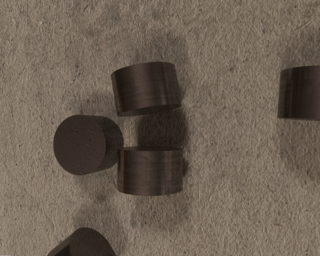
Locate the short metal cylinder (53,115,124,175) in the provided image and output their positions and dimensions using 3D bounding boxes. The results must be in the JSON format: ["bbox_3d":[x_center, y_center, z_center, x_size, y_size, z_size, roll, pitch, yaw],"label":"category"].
[{"bbox_3d":[-0.098,0.022,0.429,0.080,0.050,0.079,0,90,19],"label":"short metal cylinder"}]

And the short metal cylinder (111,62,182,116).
[{"bbox_3d":[-0.017,-0.046,0.385,0.080,0.080,0.050,-10,87,19],"label":"short metal cylinder"}]

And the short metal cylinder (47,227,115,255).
[{"bbox_3d":[-0.105,0.183,0.415,0.050,0.080,0.080,-41,78,15],"label":"short metal cylinder"}]

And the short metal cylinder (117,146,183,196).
[{"bbox_3d":[-0.012,0.050,0.383,0.080,0.080,0.050,1,90,19],"label":"short metal cylinder"}]

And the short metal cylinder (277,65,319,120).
[{"bbox_3d":[0.166,-0.033,0.321,0.080,0.080,0.050,4,92,19],"label":"short metal cylinder"}]
